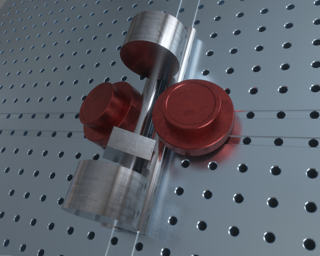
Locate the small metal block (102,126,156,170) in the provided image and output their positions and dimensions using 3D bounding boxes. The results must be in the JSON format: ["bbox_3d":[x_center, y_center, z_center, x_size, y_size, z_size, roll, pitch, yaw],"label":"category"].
[{"bbox_3d":[-0.038,0.025,0.367,0.050,0.050,0.025,20,66,-9],"label":"small metal block"}]

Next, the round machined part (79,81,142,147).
[{"bbox_3d":[-0.075,-0.025,0.437,0.098,0.042,0.098,-24,48,30],"label":"round machined part"}]

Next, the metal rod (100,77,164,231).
[{"bbox_3d":[-0.023,-0.013,0.427,0.025,0.025,0.300,1,62,29],"label":"metal rod"}]

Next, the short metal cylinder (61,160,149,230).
[{"bbox_3d":[-0.057,0.072,0.331,0.080,0.080,0.050,1,62,28],"label":"short metal cylinder"}]

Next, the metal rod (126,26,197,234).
[{"bbox_3d":[0.009,-0.015,0.412,0.025,0.025,0.300,1,62,29],"label":"metal rod"}]

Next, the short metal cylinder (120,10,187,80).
[{"bbox_3d":[-0.008,-0.109,0.415,0.080,0.080,0.050,1,62,28],"label":"short metal cylinder"}]

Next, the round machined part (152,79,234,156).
[{"bbox_3d":[0.039,-0.019,0.372,0.098,0.042,0.098,-4,62,9],"label":"round machined part"}]
